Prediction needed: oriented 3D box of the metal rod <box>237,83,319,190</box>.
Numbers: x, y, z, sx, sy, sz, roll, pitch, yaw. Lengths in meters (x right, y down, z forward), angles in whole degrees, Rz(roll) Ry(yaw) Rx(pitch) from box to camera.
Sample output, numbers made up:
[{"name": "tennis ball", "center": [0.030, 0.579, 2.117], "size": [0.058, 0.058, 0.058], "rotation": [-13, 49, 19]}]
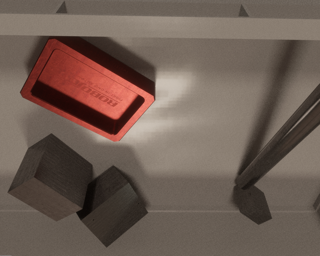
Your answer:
[{"name": "metal rod", "center": [0.141, 0.016, 0.354], "size": [0.025, 0.025, 0.299], "rotation": [2, 152, -2]}]

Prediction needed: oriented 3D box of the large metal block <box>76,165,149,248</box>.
[{"name": "large metal block", "center": [-0.076, 0.118, 0.467], "size": [0.080, 0.050, 0.080], "rotation": [-37, 131, -15]}]

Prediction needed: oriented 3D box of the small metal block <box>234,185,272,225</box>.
[{"name": "small metal block", "center": [0.149, 0.119, 0.496], "size": [0.050, 0.050, 0.025], "rotation": [37, 121, -27]}]

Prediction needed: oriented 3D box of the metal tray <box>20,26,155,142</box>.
[{"name": "metal tray", "center": [-0.082, -0.045, 0.365], "size": [0.131, 0.030, 0.090], "rotation": [29, 124, -23]}]

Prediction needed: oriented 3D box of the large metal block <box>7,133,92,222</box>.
[{"name": "large metal block", "center": [-0.147, 0.068, 0.429], "size": [0.050, 0.080, 0.080], "rotation": [-29, 125, 22]}]
